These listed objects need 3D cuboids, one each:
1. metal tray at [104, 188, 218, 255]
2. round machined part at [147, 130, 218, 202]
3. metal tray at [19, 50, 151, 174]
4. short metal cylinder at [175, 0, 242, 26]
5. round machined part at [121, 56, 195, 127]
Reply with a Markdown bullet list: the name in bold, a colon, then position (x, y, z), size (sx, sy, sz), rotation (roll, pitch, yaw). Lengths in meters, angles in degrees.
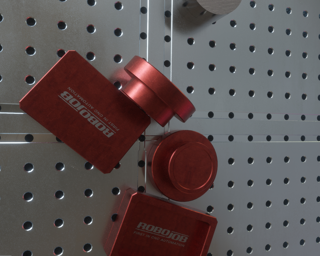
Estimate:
- **metal tray**: position (0.004, 0.143, 0.412), size (0.131, 0.030, 0.090), rotation (22, 82, -19)
- **round machined part**: position (0.036, 0.051, 0.418), size (0.099, 0.042, 0.097), rotation (0, 90, -20)
- **metal tray**: position (-0.088, -0.018, 0.378), size (0.130, 0.030, 0.090), rotation (42, 77, -16)
- **short metal cylinder**: position (0.066, -0.187, 0.425), size (0.081, 0.050, 0.079), rotation (0, 90, -21)
- **round machined part**: position (-0.007, -0.038, 0.374), size (0.098, 0.098, 0.042), rotation (42, 90, -16)
